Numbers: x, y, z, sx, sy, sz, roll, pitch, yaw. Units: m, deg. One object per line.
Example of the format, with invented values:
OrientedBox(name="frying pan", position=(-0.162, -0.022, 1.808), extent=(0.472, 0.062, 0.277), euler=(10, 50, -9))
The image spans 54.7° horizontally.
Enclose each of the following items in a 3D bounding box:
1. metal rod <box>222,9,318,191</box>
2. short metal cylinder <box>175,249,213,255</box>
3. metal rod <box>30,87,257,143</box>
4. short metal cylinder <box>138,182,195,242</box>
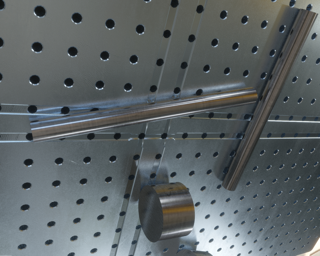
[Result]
OrientedBox(name="metal rod", position=(0.162, -0.029, 0.481), extent=(0.025, 0.025, 0.298), euler=(4, 117, -30))
OrientedBox(name="short metal cylinder", position=(0.064, 0.271, 0.579), extent=(0.050, 0.080, 0.080), euler=(23, 106, -37))
OrientedBox(name="metal rod", position=(-0.003, -0.022, 0.395), extent=(0.303, 0.025, 0.025), euler=(-11, 123, -23))
OrientedBox(name="short metal cylinder", position=(0.008, 0.122, 0.455), extent=(0.050, 0.080, 0.079), euler=(0, 119, -28))
